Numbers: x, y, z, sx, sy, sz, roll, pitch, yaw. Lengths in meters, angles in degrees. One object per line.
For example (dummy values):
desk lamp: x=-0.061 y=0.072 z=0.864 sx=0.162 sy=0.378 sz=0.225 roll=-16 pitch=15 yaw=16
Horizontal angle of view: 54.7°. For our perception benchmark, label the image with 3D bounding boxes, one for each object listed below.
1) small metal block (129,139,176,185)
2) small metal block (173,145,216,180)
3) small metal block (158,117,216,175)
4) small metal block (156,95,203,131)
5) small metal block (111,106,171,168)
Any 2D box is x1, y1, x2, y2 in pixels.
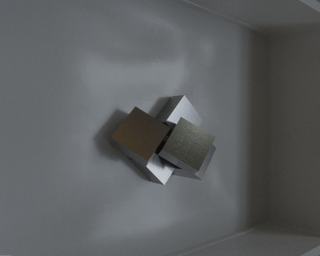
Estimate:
small metal block: x=-0.004 y=0.038 z=0.403 sx=0.050 sy=0.025 sz=0.050 roll=50 pitch=60 yaw=-29
small metal block: x=0.042 y=0.040 z=0.425 sx=0.025 sy=0.050 sz=0.050 roll=43 pitch=64 yaw=-32
small metal block: x=0.033 y=0.023 z=0.386 sx=0.050 sy=0.025 sz=0.050 roll=31 pitch=67 yaw=0
small metal block: x=0.026 y=-0.010 z=0.428 sx=0.050 sy=0.025 sz=0.050 roll=50 pitch=60 yaw=-29
small metal block: x=-0.023 y=0.011 z=0.371 sx=0.050 sy=0.025 sz=0.050 roll=32 pitch=65 yaw=6
